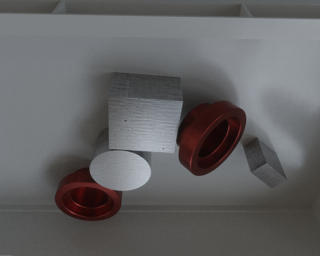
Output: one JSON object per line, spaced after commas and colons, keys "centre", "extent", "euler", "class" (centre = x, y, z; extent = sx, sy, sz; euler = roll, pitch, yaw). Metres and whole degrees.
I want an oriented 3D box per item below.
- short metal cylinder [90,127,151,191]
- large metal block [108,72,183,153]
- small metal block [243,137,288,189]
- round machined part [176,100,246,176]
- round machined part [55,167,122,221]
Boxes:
{"centre": [-0.052, 0.042, 0.428], "extent": [0.081, 0.050, 0.079], "euler": [0, 130, 0], "class": "short metal cylinder"}
{"centre": [-0.019, -0.018, 0.377], "extent": [0.081, 0.050, 0.079], "euler": [4, 130, -4], "class": "large metal block"}
{"centre": [0.148, 0.049, 0.437], "extent": [0.050, 0.050, 0.025], "euler": [36, 121, -27], "class": "small metal block"}
{"centre": [0.058, 0.008, 0.385], "extent": [0.099, 0.042, 0.097], "euler": [-30, 140, -28], "class": "round machined part"}
{"centre": [-0.108, 0.099, 0.481], "extent": [0.099, 0.042, 0.097], "euler": [-1, 130, 0], "class": "round machined part"}
